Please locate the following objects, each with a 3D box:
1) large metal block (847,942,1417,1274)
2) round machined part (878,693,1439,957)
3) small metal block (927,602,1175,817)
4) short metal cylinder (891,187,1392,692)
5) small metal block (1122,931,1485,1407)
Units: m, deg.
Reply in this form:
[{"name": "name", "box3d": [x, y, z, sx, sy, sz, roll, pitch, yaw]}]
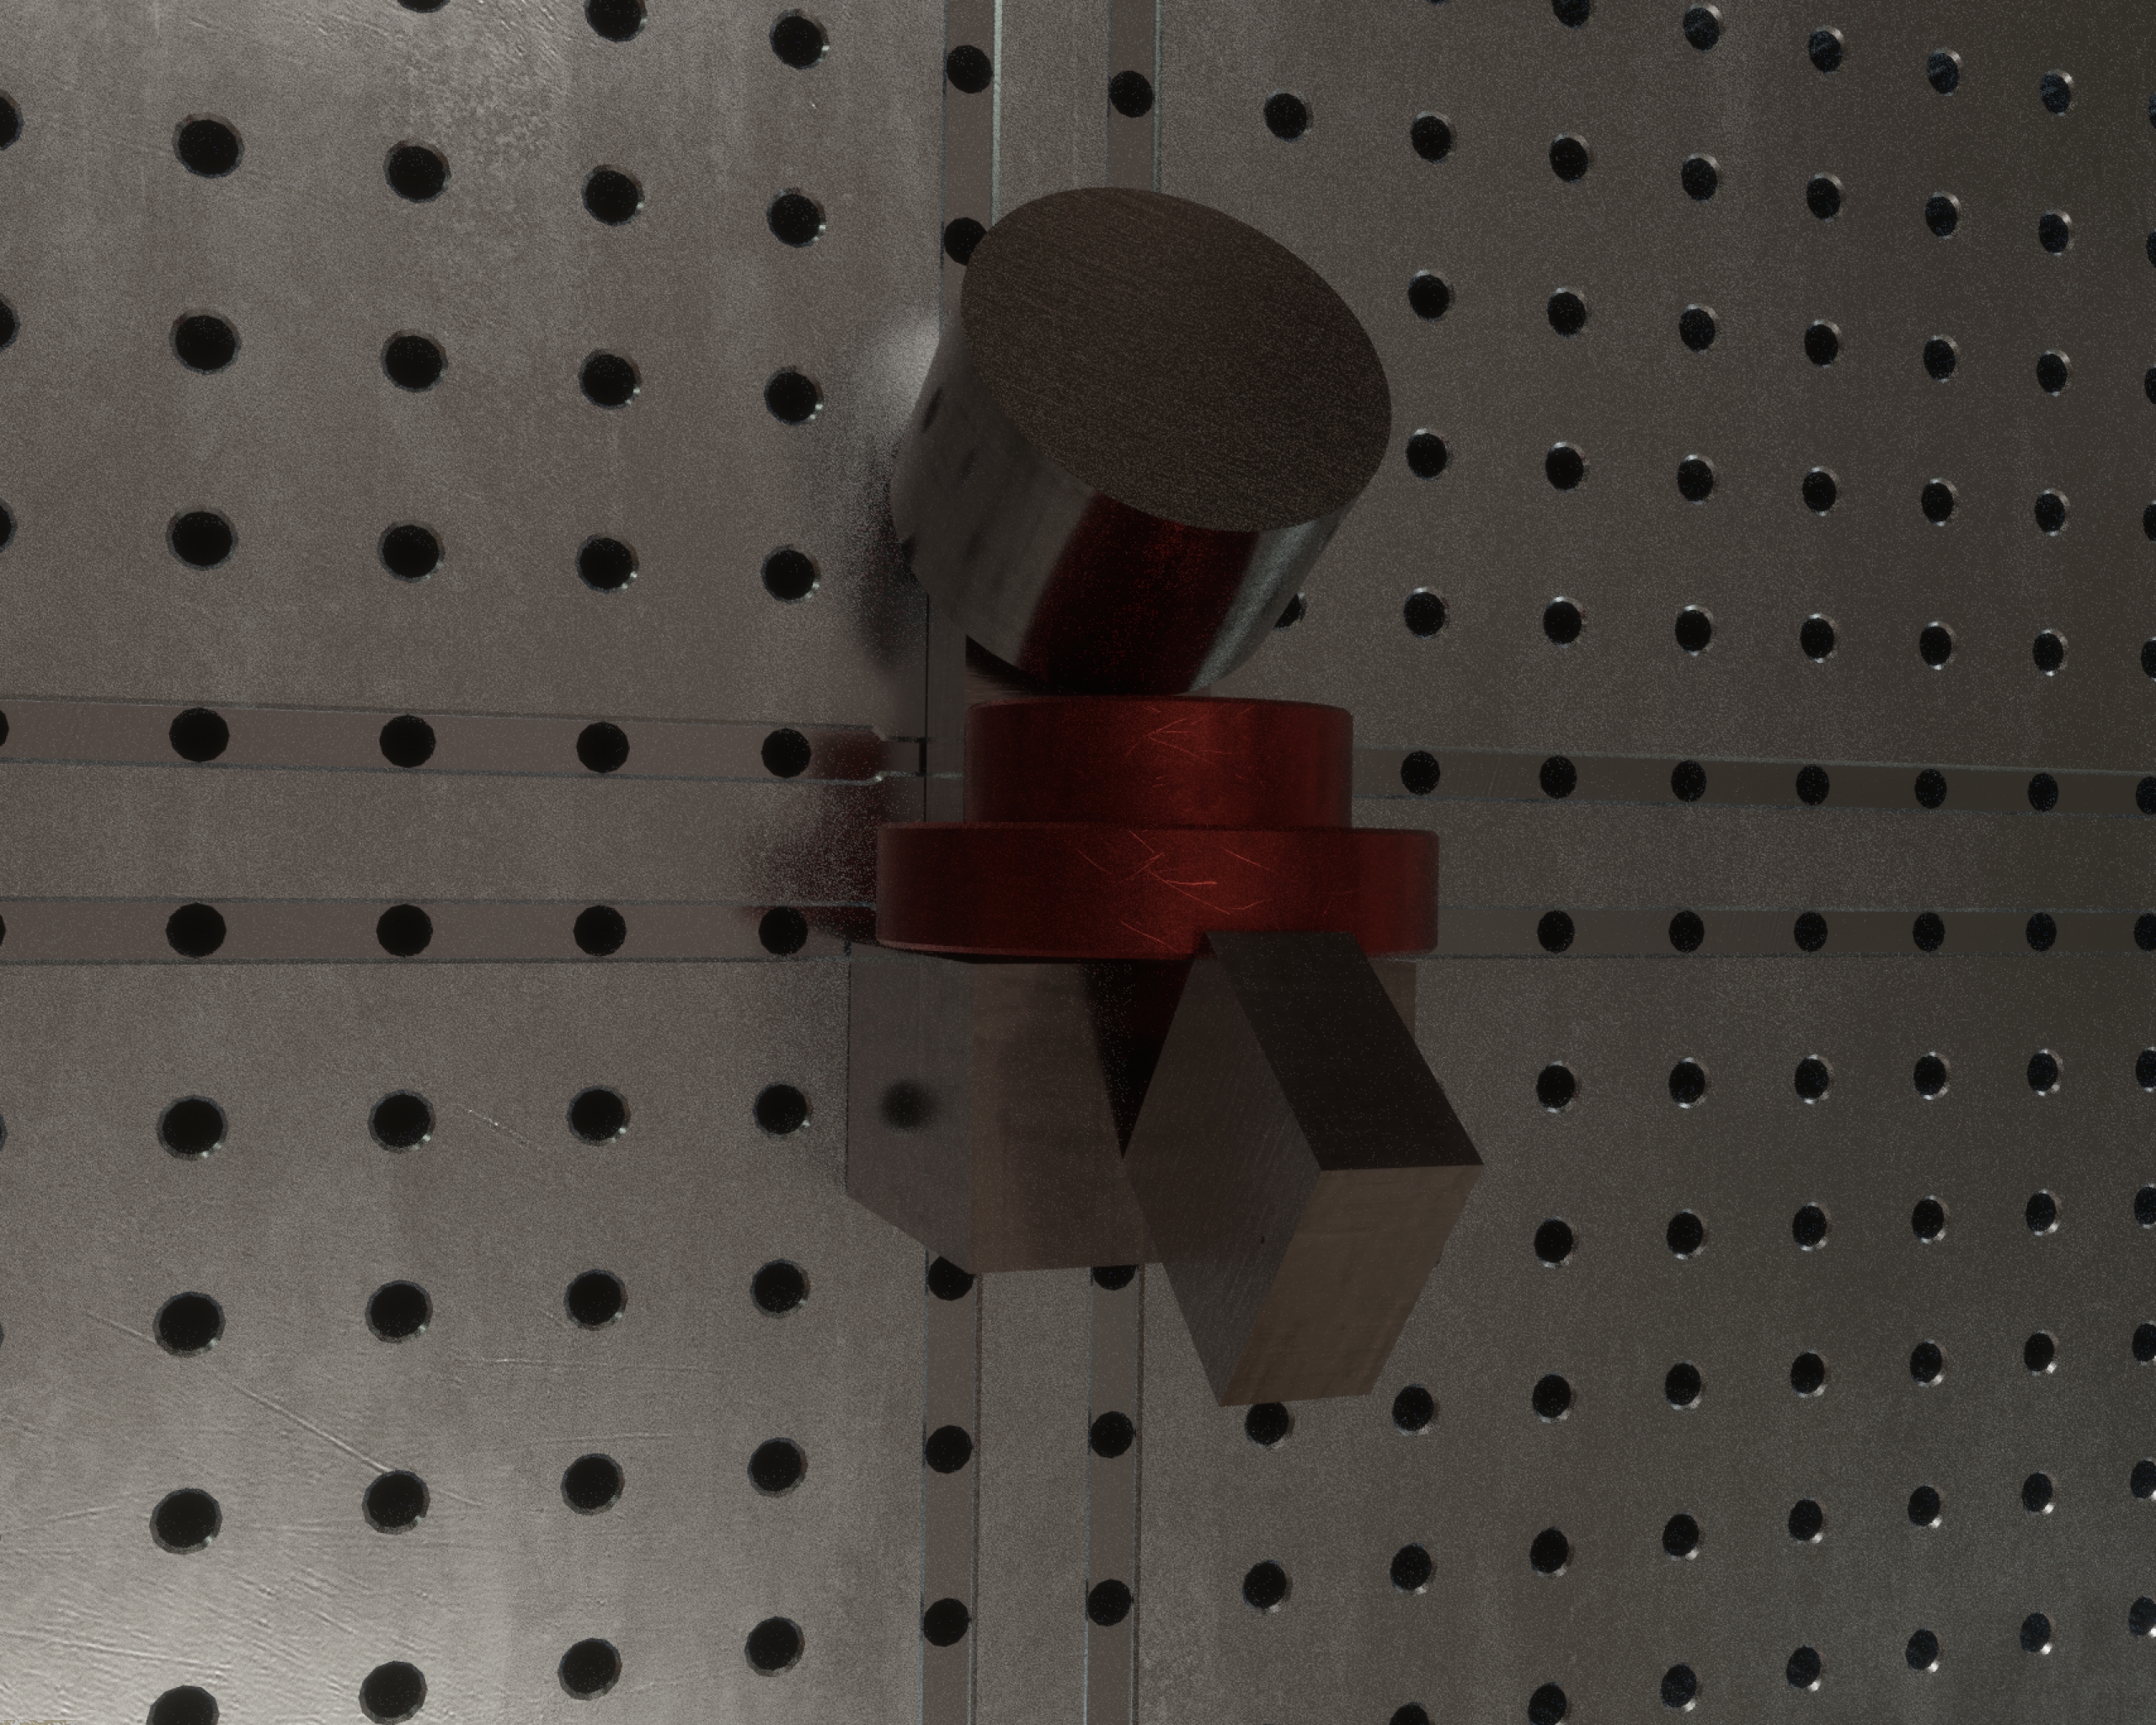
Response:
[{"name": "large metal block", "box3d": [0.007, 0.041, 0.386, 0.081, 0.080, 0.050, 1, 90, -20]}, {"name": "round machined part", "box3d": [0.014, -0.006, 0.369, 0.099, 0.098, 0.042, 1, 90, -20]}, {"name": "small metal block", "box3d": [-0.002, -0.031, 0.412, 0.050, 0.025, 0.050, 1, 90, -21]}, {"name": "short metal cylinder", "box3d": [0.011, -0.077, 0.386, 0.081, 0.050, 0.080, 10, 57, -15]}, {"name": "small metal block", "box3d": [0.032, 0.045, 0.315, 0.025, 0.050, 0.050, 1, 128, -21]}]
